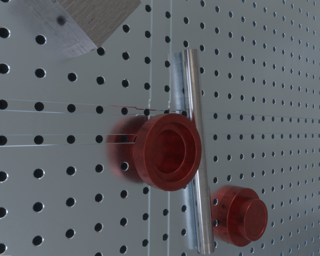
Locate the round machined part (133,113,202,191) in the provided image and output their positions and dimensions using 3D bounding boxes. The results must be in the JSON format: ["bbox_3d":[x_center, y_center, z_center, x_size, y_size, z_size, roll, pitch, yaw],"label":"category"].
[{"bbox_3d":[0.005,0.030,0.403,0.099,0.042,0.097,0,90,-40],"label":"round machined part"}]

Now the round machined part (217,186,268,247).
[{"bbox_3d":[0.144,0.150,0.519,0.099,0.042,0.097,0,90,-40],"label":"round machined part"}]

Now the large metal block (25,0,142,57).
[{"bbox_3d":[-0.080,-0.136,0.326,0.080,0.050,0.080,49,61,-29],"label":"large metal block"}]

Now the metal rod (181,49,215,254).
[{"bbox_3d":[0.056,0.037,0.456,0.025,0.025,0.298,-9,96,-40],"label":"metal rod"}]
